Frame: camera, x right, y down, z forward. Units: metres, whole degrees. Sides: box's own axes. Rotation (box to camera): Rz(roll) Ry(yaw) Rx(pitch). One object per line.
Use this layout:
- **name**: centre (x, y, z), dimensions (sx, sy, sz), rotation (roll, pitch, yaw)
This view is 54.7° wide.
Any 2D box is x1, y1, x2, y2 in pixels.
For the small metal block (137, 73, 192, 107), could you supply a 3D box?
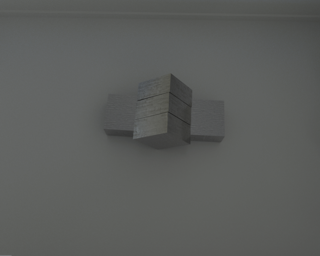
- **small metal block**: centre (0.007, -0.042, 0.399), dimensions (0.050, 0.050, 0.025), rotation (-11, 65, 35)

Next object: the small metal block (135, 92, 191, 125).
- **small metal block**: centre (0.005, -0.018, 0.391), dimensions (0.050, 0.050, 0.025), rotation (-12, 65, 34)

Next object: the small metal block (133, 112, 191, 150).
- **small metal block**: centre (0.003, 0.005, 0.382), dimensions (0.050, 0.050, 0.025), rotation (-12, 65, 34)

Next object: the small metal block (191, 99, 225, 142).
- **small metal block**: centre (0.058, -0.010, 0.413), dimensions (0.050, 0.025, 0.050), rotation (3, 70, 0)

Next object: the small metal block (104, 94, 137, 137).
- **small metal block**: centre (-0.045, -0.016, 0.413), dimensions (0.050, 0.025, 0.050), rotation (4, 70, 1)
